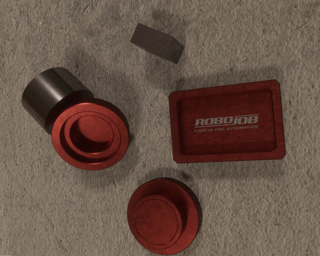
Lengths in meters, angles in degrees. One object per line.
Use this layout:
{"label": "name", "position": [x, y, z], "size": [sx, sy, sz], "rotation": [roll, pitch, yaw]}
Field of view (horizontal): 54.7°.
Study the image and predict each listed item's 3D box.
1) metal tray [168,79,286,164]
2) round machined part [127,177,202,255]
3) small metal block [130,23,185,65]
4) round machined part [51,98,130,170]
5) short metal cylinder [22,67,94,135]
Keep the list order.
{"label": "metal tray", "position": [0.080, -0.005, 0.377], "size": [0.130, 0.030, 0.089], "rotation": [-5, 88, 19]}
{"label": "round machined part", "position": [0.002, 0.115, 0.399], "size": [0.098, 0.042, 0.097], "rotation": [0, 90, 19]}
{"label": "small metal block", "position": [-0.002, -0.107, 0.396], "size": [0.050, 0.050, 0.025], "rotation": [27, 99, 17]}
{"label": "round machined part", "position": [-0.090, 0.005, 0.415], "size": [0.099, 0.042, 0.097], "rotation": [-2, 115, -3]}
{"label": "short metal cylinder", "position": [-0.138, -0.036, 0.426], "size": [0.050, 0.080, 0.080], "rotation": [43, 103, 17]}
